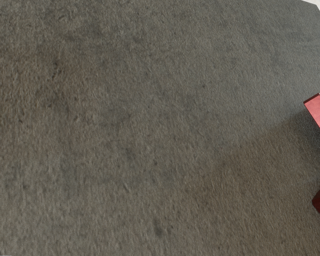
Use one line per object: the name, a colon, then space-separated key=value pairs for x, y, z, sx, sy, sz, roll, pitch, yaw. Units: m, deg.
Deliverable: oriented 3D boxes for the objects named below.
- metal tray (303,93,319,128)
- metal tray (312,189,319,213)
metal tray: x=0.316 y=0.001 z=0.554 sx=0.091 sy=0.030 sz=0.130 roll=-2 pitch=61 yaw=-52
metal tray: x=0.307 y=0.141 z=0.483 sx=0.091 sy=0.030 sz=0.130 roll=-30 pitch=79 yaw=-38
